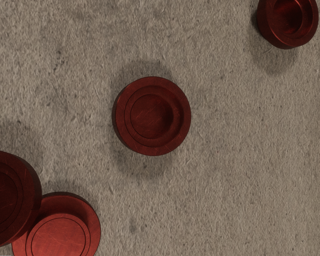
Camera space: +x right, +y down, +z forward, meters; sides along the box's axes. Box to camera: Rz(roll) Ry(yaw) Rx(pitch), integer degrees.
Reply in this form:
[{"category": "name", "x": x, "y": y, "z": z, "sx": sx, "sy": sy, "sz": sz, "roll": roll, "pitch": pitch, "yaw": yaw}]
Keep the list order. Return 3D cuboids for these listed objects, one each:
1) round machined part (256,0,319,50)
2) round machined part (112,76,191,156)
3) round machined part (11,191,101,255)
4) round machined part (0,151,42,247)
[{"category": "round machined part", "x": 0.188, "y": -0.168, "z": 0.471, "sx": 0.099, "sy": 0.042, "sz": 0.097, "roll": 0, "pitch": 90, "yaw": -21}, {"category": "round machined part", "x": -0.013, "y": -0.014, "z": 0.396, "sx": 0.099, "sy": 0.042, "sz": 0.097, "roll": 0, "pitch": 90, "yaw": -21}, {"category": "round machined part", "x": -0.117, "y": 0.126, "z": 0.357, "sx": 0.099, "sy": 0.042, "sz": 0.097, "roll": 0, "pitch": 90, "yaw": -21}, {"category": "round machined part", "x": -0.172, "y": 0.074, "z": 0.324, "sx": 0.099, "sy": 0.042, "sz": 0.098, "roll": 0, "pitch": 76, "yaw": 1}]
